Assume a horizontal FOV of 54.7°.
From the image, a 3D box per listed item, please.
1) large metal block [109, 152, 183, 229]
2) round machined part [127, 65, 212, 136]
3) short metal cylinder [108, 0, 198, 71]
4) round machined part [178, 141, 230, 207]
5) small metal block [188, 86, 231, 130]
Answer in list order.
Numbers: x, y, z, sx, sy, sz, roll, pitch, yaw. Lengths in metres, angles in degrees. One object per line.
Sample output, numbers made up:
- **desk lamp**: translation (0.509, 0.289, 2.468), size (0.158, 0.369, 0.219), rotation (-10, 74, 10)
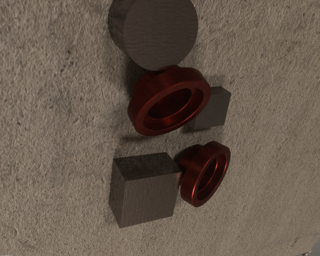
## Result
- **large metal block**: translation (-0.022, 0.085, 0.432), size (0.081, 0.050, 0.079), rotation (-5, 121, -26)
- **round machined part**: translation (0.007, -0.036, 0.363), size (0.099, 0.042, 0.098), rotation (-23, 153, -12)
- **short metal cylinder**: translation (-0.008, -0.106, 0.322), size (0.081, 0.050, 0.079), rotation (-14, 124, -21)
- **round machined part**: translation (0.059, 0.063, 0.454), size (0.099, 0.042, 0.097), rotation (-35, 140, -37)
- **small metal block**: translation (0.066, -0.028, 0.427), size (0.050, 0.025, 0.050), rotation (-8, 122, -25)
